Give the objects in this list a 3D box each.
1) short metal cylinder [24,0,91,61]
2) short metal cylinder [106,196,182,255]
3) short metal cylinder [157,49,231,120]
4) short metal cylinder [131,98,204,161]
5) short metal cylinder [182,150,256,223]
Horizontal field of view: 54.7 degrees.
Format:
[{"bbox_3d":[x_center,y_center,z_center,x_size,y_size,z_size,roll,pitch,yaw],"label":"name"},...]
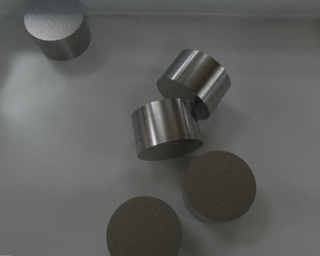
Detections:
[{"bbox_3d":[-0.146,-0.145,0.448,0.081,0.050,0.080,0,70,0],"label":"short metal cylinder"},{"bbox_3d":[-0.017,0.121,0.352,0.081,0.050,0.080,0,70,0],"label":"short metal cylinder"},{"bbox_3d":[0.043,-0.055,0.401,0.080,0.080,0.050,33,74,11],"label":"short metal cylinder"},{"bbox_3d":[0.008,0.004,0.379,0.081,0.080,0.050,-11,71,-4],"label":"short metal cylinder"},{"bbox_3d":[0.068,0.072,0.370,0.081,0.050,0.080,0,70,0],"label":"short metal cylinder"}]
